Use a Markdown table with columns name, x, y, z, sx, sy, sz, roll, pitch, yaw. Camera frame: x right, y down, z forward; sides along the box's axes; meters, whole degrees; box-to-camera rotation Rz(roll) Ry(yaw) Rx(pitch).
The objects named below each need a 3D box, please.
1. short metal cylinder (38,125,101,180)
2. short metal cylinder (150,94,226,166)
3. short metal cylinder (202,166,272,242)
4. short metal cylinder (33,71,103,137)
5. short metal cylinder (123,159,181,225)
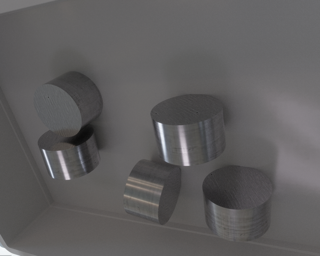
| name | x | y | z | sx | sy | sz | roll | pitch | yaw |
| --- | --- | --- | --- | --- | --- | --- | --- | --- | --- |
| short metal cylinder | -0.135 | 0.033 | 0.465 | 0.080 | 0.080 | 0.050 | 7 | 122 | 24 |
| short metal cylinder | 0.033 | 0.000 | 0.355 | 0.080 | 0.080 | 0.050 | 4 | 120 | 26 |
| short metal cylinder | 0.094 | 0.090 | 0.379 | 0.080 | 0.080 | 0.050 | 6 | 121 | 25 |
| short metal cylinder | -0.129 | -0.034 | 0.440 | 0.080 | 0.050 | 0.079 | 13 | 124 | 21 |
| short metal cylinder | -0.008 | 0.088 | 0.432 | 0.050 | 0.080 | 0.079 | 12 | 123 | 22 |
